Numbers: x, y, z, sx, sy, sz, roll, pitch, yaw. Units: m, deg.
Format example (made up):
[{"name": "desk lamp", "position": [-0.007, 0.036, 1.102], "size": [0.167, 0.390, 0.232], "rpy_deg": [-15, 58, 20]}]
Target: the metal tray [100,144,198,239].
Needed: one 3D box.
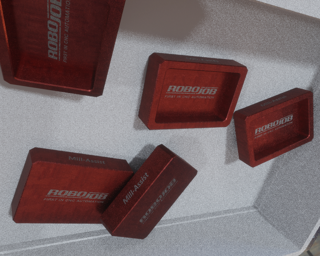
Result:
[{"name": "metal tray", "position": [-0.012, 0.093, 0.432], "size": [0.130, 0.030, 0.090], "rpy_deg": [-51, 146, -1]}]

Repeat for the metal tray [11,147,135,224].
[{"name": "metal tray", "position": [-0.108, 0.078, 0.396], "size": [0.131, 0.030, 0.089], "rpy_deg": [13, 112, -34]}]

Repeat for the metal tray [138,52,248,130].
[{"name": "metal tray", "position": [0.043, -0.045, 0.402], "size": [0.131, 0.030, 0.089], "rpy_deg": [-2, 119, -28]}]

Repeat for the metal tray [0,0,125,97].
[{"name": "metal tray", "position": [-0.084, -0.078, 0.254], "size": [0.091, 0.030, 0.129], "rpy_deg": [8, 151, -15]}]

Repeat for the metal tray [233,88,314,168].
[{"name": "metal tray", "position": [0.185, -0.002, 0.496], "size": [0.131, 0.030, 0.089], "rpy_deg": [-21, 115, -16]}]
